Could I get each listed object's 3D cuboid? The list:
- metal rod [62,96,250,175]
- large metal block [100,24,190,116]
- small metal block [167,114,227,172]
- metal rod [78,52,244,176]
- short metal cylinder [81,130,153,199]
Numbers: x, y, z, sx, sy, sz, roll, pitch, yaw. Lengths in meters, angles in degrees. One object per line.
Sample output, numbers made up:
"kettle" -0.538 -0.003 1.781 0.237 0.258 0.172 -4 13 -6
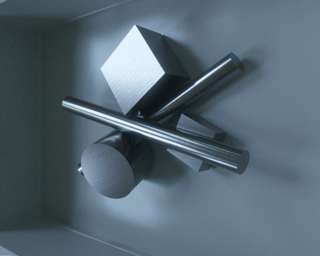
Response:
"metal rod" -0.031 -0.002 0.395 0.300 0.025 0.025 18 101 38
"large metal block" -0.021 -0.071 0.403 0.080 0.050 0.080 -43 64 31
"small metal block" 0.042 0.016 0.366 0.050 0.025 0.050 33 110 34
"metal rod" -0.020 -0.003 0.418 0.299 0.025 0.025 -34 69 34
"short metal cylinder" -0.057 0.047 0.415 0.080 0.050 0.079 11 116 23
